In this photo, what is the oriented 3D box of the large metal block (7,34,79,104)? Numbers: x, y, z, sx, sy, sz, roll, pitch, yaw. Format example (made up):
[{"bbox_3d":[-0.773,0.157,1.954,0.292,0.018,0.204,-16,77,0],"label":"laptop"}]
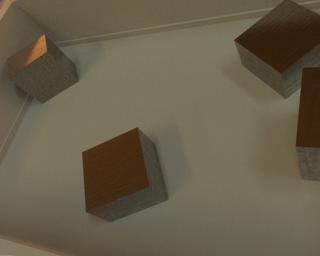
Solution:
[{"bbox_3d":[-0.202,-0.100,0.538,0.080,0.080,0.050,-30,52,9],"label":"large metal block"}]

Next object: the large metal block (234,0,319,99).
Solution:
[{"bbox_3d":[0.151,-0.095,0.369,0.080,0.050,0.080,-39,51,2],"label":"large metal block"}]

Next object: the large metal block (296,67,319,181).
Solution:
[{"bbox_3d":[0.159,-0.001,0.287,0.050,0.080,0.080,2,63,29],"label":"large metal block"}]

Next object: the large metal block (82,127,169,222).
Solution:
[{"bbox_3d":[-0.044,0.058,0.378,0.080,0.050,0.080,-24,53,13],"label":"large metal block"}]
